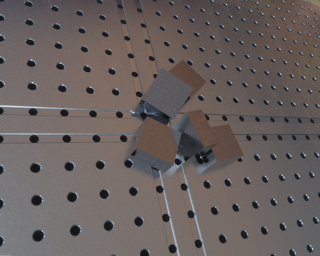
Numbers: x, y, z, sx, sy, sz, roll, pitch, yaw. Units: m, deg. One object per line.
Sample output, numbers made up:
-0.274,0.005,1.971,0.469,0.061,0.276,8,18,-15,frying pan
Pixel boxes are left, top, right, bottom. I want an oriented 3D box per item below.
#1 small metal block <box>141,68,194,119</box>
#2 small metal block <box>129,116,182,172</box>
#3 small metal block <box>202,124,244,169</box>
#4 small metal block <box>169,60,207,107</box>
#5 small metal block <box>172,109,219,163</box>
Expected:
0.009,-0.046,0.425,0.050,0.025,0.050,32,87,-7,small metal block
-0.005,0.021,0.392,0.050,0.025,0.050,25,53,-13,small metal block
0.082,0.025,0.436,0.050,0.025,0.050,-8,66,-31,small metal block
0.034,-0.068,0.467,0.050,0.025,0.050,43,51,2,small metal block
0.043,0.011,0.408,0.025,0.050,0.050,-12,68,-33,small metal block
